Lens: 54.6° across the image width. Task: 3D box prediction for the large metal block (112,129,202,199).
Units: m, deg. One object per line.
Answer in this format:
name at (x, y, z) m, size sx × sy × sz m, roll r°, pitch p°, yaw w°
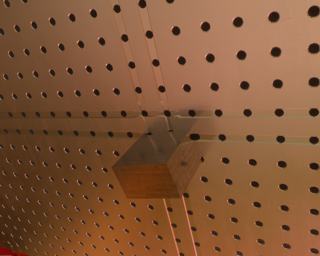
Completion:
large metal block at (-0.001, 0.047, 0.406) m, size 0.080 × 0.080 × 0.050 m, roll -8°, pitch 114°, yaw 32°
